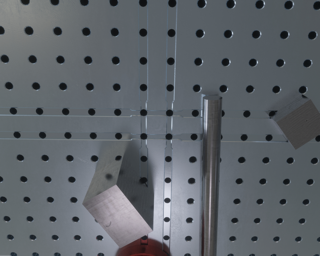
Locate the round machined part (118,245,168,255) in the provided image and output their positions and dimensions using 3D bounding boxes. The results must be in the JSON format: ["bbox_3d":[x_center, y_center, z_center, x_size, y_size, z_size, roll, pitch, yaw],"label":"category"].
[{"bbox_3d":[-0.028,0.239,0.492,0.099,0.042,0.097,0,110,0],"label":"round machined part"}]

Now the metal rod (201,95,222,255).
[{"bbox_3d":[0.073,0.101,0.450,0.025,0.025,0.298,-2,110,0],"label":"metal rod"}]

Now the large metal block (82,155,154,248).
[{"bbox_3d":[-0.051,0.097,0.419,0.050,0.080,0.080,-31,107,11],"label":"large metal block"}]

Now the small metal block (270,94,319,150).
[{"bbox_3d":[0.185,-0.008,0.412,0.050,0.025,0.050,-37,106,12],"label":"small metal block"}]
